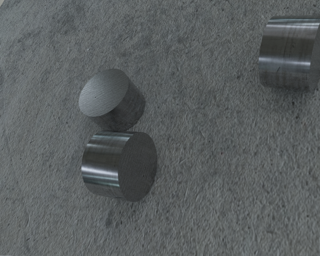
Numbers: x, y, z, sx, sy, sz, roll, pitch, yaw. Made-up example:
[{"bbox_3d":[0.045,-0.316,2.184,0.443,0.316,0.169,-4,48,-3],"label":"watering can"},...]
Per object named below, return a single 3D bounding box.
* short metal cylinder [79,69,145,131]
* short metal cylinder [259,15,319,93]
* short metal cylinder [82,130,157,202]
[{"bbox_3d":[-0.068,-0.038,0.448,0.080,0.050,0.080,-13,56,21],"label":"short metal cylinder"},{"bbox_3d":[0.148,-0.082,0.341,0.050,0.080,0.080,13,68,33],"label":"short metal cylinder"},{"bbox_3d":[-0.045,0.043,0.366,0.050,0.080,0.080,3,63,29],"label":"short metal cylinder"}]
